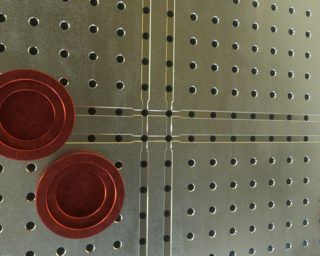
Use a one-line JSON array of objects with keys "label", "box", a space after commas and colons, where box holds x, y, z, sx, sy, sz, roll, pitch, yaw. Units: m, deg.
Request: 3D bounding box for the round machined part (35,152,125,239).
[{"label": "round machined part", "box": [-0.095, 0.076, 0.369, 0.099, 0.042, 0.097, 0, 90, -20]}]

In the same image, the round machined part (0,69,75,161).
[{"label": "round machined part", "box": [-0.148, -0.014, 0.347, 0.099, 0.042, 0.097, 0, 91, -23]}]
